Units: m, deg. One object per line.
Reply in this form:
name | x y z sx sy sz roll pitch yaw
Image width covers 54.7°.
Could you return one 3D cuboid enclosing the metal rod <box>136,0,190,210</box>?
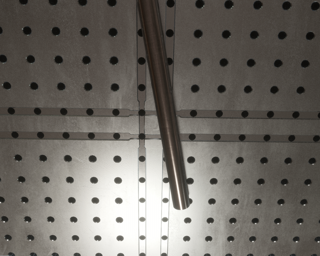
metal rod | 0.007 -0.025 0.404 0.025 0.025 0.298 -9 110 3
